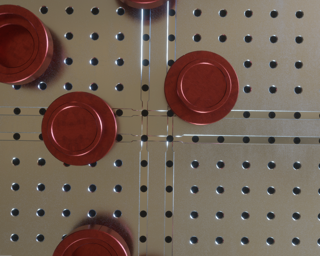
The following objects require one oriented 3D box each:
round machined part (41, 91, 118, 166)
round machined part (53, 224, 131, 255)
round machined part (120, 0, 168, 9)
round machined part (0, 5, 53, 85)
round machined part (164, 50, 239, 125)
[{"bbox_3d":[-0.106,0.001,0.404,0.099,0.042,0.097,0,90,0],"label":"round machined part"},{"bbox_3d":[-0.087,0.174,0.404,0.099,0.042,0.097,0,90,0],"label":"round machined part"},{"bbox_3d":[-0.020,-0.204,0.405,0.099,0.042,0.097,0,90,0],"label":"round machined part"},{"bbox_3d":[-0.188,-0.104,0.404,0.099,0.042,0.097,0,90,0],"label":"round machined part"},{"bbox_3d":[0.055,-0.053,0.405,0.099,0.042,0.097,0,90,0],"label":"round machined part"}]
